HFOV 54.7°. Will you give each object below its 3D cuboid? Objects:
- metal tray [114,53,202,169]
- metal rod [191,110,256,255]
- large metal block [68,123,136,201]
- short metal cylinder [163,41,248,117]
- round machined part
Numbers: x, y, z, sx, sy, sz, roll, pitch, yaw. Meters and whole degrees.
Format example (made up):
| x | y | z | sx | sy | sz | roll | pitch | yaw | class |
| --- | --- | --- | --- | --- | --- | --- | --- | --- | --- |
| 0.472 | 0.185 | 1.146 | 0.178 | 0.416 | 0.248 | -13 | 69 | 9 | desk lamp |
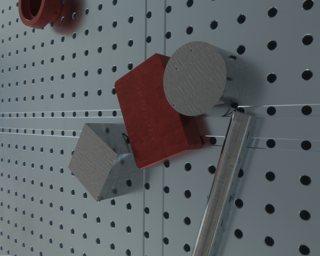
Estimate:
| x | y | z | sx | sy | sz | roll | pitch | yaw | class |
| --- | --- | --- | --- | --- | --- | --- | --- | --- | --- |
| -0.006 | -0.020 | 0.410 | 0.090 | 0.030 | 0.129 | -27 | 73 | 36 | metal tray |
| 0.056 | 0.126 | 0.361 | 0.025 | 0.025 | 0.298 | 22 | 104 | 37 | metal rod |
| -0.082 | 0.047 | 0.459 | 0.080 | 0.050 | 0.079 | 39 | 113 | 33 | large metal block |
| 0.051 | -0.053 | 0.350 | 0.080 | 0.050 | 0.079 | 0 | 90 | 39 | short metal cylinder |
| -0.219 | -0.233 | 0.575 | 0.098 | 0.042 | 0.097 | 0 | 90 | 39 | round machined part |
